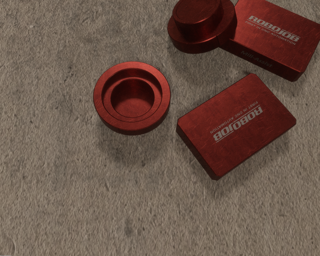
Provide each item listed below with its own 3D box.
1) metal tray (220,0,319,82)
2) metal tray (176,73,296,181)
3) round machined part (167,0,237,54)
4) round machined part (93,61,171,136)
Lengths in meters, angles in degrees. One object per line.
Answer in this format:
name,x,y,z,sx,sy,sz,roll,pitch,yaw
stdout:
metal tray,0.161,-0.136,0.457,0.130,0.030,0.090,29,72,9
metal tray,0.098,-0.003,0.408,0.131,0.030,0.090,-32,74,-12
round machined part,0.056,-0.155,0.437,0.098,0.042,0.098,-11,55,17
round machined part,-0.036,-0.036,0.412,0.099,0.042,0.098,0,70,-1
